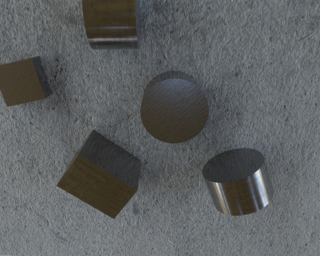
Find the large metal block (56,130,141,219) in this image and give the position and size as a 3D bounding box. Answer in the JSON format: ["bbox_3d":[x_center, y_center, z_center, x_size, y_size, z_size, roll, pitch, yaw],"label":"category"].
[{"bbox_3d":[-0.074,0.057,0.401,0.080,0.080,0.050,34,107,-12],"label":"large metal block"}]

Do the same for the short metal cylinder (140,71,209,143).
[{"bbox_3d":[0.017,-0.027,0.387,0.081,0.050,0.079,0,110,0],"label":"short metal cylinder"}]

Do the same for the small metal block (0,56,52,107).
[{"bbox_3d":[-0.171,-0.058,0.387,0.050,0.025,0.050,-12,110,4],"label":"small metal block"}]

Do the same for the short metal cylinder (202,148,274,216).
[{"bbox_3d":[0.102,0.069,0.407,0.080,0.080,0.050,-19,109,7],"label":"short metal cylinder"}]

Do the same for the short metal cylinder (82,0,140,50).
[{"bbox_3d":[-0.049,-0.126,0.334,0.050,0.080,0.079,-1,110,0],"label":"short metal cylinder"}]
